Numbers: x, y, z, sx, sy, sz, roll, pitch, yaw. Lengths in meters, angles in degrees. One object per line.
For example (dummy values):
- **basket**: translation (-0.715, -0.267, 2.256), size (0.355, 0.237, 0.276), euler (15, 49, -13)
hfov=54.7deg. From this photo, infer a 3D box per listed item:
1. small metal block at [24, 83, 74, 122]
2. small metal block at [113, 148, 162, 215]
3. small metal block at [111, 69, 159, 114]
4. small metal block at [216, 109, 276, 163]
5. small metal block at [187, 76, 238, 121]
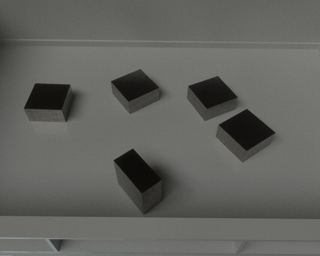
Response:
- **small metal block**: translation (-0.153, -0.036, 0.433), size (0.050, 0.025, 0.050), euler (2, 50, 1)
- **small metal block**: translation (-0.024, 0.059, 0.339), size (0.025, 0.050, 0.050), euler (-32, 57, -24)
- **small metal block**: translation (-0.036, -0.054, 0.450), size (0.050, 0.025, 0.050), euler (-27, 56, -22)
- **small metal block**: translation (0.109, 0.009, 0.399), size (0.050, 0.025, 0.050), euler (-28, 56, -22)
- **small metal block**: translation (0.074, -0.043, 0.442), size (0.050, 0.025, 0.050), euler (-21, 53, -17)
